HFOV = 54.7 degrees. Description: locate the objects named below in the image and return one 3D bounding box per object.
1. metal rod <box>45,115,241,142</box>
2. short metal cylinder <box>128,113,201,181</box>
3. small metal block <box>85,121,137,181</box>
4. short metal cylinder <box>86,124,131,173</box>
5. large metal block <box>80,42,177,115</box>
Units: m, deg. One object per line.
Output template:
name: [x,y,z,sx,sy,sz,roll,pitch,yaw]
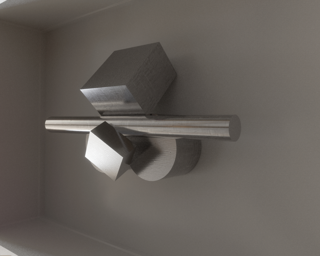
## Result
metal rod: [-0.048,-0.003,0.377,0.300,0.025,0.025,1,91,39]
short metal cylinder: [0.003,0.022,0.385,0.080,0.050,0.079,0,90,39]
small metal block: [-0.060,0.028,0.373,0.050,0.025,0.050,37,136,13]
short metal cylinder: [-0.059,0.021,0.435,0.080,0.050,0.079,0,90,39]
large metal block: [-0.038,-0.059,0.391,0.080,0.050,0.080,1,48,39]
